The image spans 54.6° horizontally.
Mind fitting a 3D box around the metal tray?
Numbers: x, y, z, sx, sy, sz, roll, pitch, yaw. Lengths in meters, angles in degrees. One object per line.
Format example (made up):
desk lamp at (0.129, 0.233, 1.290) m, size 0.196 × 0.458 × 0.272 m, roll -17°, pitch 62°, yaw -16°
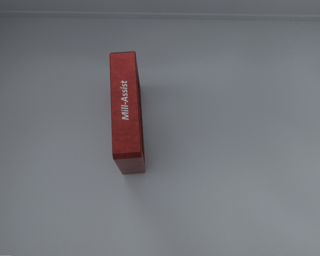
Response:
metal tray at (-0.039, -0.016, 0.380) m, size 0.030 × 0.090 × 0.130 m, roll -4°, pitch 70°, yaw -1°
